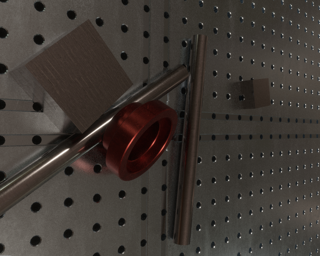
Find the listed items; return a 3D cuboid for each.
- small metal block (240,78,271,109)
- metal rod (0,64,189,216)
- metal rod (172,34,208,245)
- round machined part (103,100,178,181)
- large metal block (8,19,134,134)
[{"bbox_3d":[0.173,-0.062,0.557,0.050,0.025,0.050,-12,98,-40],"label":"small metal block"},{"bbox_3d":[-0.068,0.001,0.353,0.302,0.025,0.025,-39,114,-33],"label":"metal rod"},{"bbox_3d":[0.045,0.014,0.448,0.025,0.025,0.298,9,84,-40],"label":"metal rod"},{"bbox_3d":[-0.027,0.009,0.357,0.098,0.042,0.098,-44,155,-25],"label":"round machined part"},{"bbox_3d":[-0.089,-0.051,0.320,0.080,0.050,0.080,-50,120,-29],"label":"large metal block"}]
